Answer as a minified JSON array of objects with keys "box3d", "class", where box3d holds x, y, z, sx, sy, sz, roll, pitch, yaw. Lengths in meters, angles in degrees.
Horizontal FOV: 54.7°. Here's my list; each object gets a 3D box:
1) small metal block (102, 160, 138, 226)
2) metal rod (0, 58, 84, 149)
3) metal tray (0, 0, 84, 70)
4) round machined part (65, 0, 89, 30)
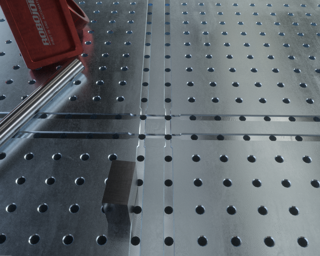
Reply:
[{"box3d":[-0.041,0.070,0.332,0.025,0.050,0.050,5,50,4],"class":"small metal block"},{"box3d":[-0.200,0.001,0.403,0.025,0.025,0.301,22,53,17],"class":"metal rod"},{"box3d":[-0.184,-0.165,0.477,0.091,0.129,0.030,-24,25,-19],"class":"metal tray"},{"box3d":[-0.176,-0.209,0.547,0.042,0.098,0.098,-41,54,12],"class":"round machined part"}]
